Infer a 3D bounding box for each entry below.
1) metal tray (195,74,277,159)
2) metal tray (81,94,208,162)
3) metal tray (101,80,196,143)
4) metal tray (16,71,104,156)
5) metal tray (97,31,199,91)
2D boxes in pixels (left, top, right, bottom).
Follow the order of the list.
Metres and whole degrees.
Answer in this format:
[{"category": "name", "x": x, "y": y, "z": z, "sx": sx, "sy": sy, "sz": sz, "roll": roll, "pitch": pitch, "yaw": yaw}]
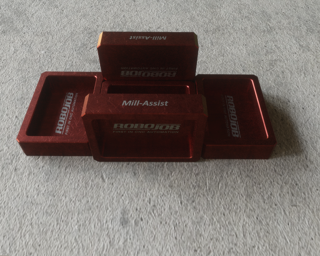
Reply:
[{"category": "metal tray", "x": 0.095, "y": -0.019, "z": 0.419, "sx": 0.091, "sy": 0.030, "sz": 0.130, "roll": 1, "pitch": 50, "yaw": 0}, {"category": "metal tray", "x": -0.016, "y": 0.002, "z": 0.358, "sx": 0.131, "sy": 0.089, "sz": 0.030, "roll": 0, "pitch": 50, "yaw": 0}, {"category": "metal tray", "x": -0.016, "y": -0.024, "z": 0.421, "sx": 0.131, "sy": 0.030, "sz": 0.090, "roll": 1, "pitch": 50, "yaw": 0}, {"category": "metal tray", "x": -0.126, "y": -0.023, "z": 0.419, "sx": 0.091, "sy": 0.030, "sz": 0.130, "roll": 1, "pitch": 50, "yaw": 0}, {"category": "metal tray", "x": -0.016, "y": -0.089, "z": 0.437, "sx": 0.131, "sy": 0.089, "sz": 0.030, "roll": 0, "pitch": 50, "yaw": -1}]
